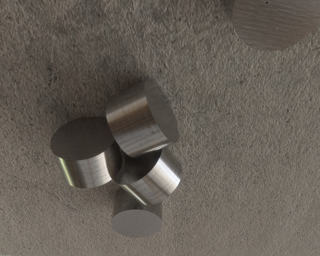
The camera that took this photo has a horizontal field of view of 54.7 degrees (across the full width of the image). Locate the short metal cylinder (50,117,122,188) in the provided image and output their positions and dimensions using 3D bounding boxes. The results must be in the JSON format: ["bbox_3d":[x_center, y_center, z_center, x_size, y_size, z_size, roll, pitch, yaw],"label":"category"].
[{"bbox_3d":[-0.092,0.030,0.395,0.080,0.080,0.050,-3,130,2],"label":"short metal cylinder"}]

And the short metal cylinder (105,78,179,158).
[{"bbox_3d":[-0.019,-0.011,0.362,0.050,0.080,0.080,-23,127,18],"label":"short metal cylinder"}]

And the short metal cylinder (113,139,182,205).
[{"bbox_3d":[-0.017,0.056,0.418,0.080,0.080,0.050,-26,126,20],"label":"short metal cylinder"}]

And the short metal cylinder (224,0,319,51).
[{"bbox_3d":[0.104,-0.120,0.290,0.081,0.050,0.079,0,130,0],"label":"short metal cylinder"}]

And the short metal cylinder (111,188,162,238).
[{"bbox_3d":[-0.036,0.135,0.506,0.081,0.050,0.079,0,130,0],"label":"short metal cylinder"}]
